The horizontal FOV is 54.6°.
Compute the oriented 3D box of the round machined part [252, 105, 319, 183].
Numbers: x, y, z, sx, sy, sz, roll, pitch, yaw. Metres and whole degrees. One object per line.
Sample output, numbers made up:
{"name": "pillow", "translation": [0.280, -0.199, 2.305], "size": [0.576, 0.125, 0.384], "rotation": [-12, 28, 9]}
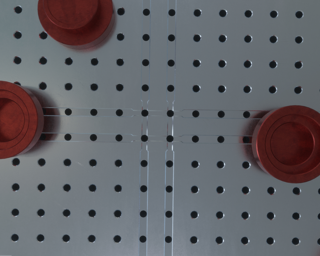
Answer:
{"name": "round machined part", "translation": [0.169, 0.020, 0.406], "size": [0.099, 0.042, 0.097], "rotation": [0, 90, 0]}

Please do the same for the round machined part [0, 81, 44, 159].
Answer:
{"name": "round machined part", "translation": [-0.200, -0.010, 0.404], "size": [0.099, 0.042, 0.097], "rotation": [0, 90, 0]}

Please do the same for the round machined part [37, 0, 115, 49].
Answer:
{"name": "round machined part", "translation": [-0.111, -0.157, 0.404], "size": [0.099, 0.042, 0.097], "rotation": [0, 90, 0]}
